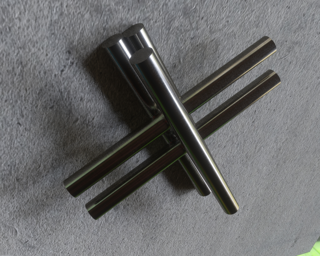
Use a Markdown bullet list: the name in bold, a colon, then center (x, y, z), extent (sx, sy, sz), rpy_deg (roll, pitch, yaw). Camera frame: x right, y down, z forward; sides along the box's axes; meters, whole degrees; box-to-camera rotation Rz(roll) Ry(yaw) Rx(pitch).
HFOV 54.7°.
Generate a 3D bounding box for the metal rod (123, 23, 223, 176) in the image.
- **metal rod**: center (0.034, -0.007, 0.424), extent (0.025, 0.025, 0.299), rpy_deg (-36, 130, -4)

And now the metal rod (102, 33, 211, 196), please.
- **metal rod**: center (0.012, 0.006, 0.420), extent (0.025, 0.025, 0.299), rpy_deg (-36, 130, -4)

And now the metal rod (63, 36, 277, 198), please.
- **metal rod**: center (0.016, -0.016, 0.376), extent (0.301, 0.025, 0.025), rpy_deg (-36, 130, -5)

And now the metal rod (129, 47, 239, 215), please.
- **metal rod**: center (0.046, 0.028, 0.387), extent (0.025, 0.025, 0.299), rpy_deg (-37, 130, -4)

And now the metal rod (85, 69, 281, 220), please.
- **metal rod**: center (0.033, 0.019, 0.408), extent (0.301, 0.025, 0.025), rpy_deg (-36, 130, -5)
